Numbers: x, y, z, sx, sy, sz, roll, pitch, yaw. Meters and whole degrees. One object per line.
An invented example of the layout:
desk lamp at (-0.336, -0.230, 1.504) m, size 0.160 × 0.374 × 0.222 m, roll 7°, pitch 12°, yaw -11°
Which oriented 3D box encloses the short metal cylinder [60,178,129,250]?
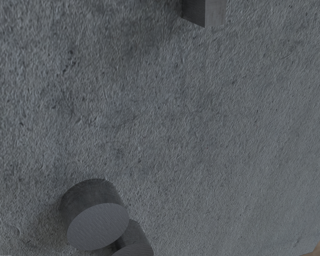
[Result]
short metal cylinder at (-0.088, 0.115, 0.414) m, size 0.081 × 0.050 × 0.079 m, roll -14°, pitch 124°, yaw -21°

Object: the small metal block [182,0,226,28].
small metal block at (0.046, -0.139, 0.329) m, size 0.025 × 0.050 × 0.050 m, roll -17°, pitch 125°, yaw -19°

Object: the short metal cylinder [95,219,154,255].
short metal cylinder at (-0.057, 0.188, 0.476) m, size 0.081 × 0.050 × 0.079 m, roll -14°, pitch 124°, yaw -21°
